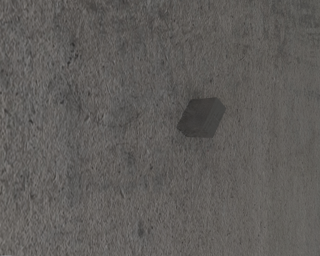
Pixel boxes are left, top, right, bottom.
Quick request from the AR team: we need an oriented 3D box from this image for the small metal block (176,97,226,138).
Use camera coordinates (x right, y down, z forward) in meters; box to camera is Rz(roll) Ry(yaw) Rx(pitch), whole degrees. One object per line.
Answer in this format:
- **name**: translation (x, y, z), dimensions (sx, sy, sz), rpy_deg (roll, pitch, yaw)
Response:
- **small metal block**: translation (0.058, -0.014, 0.436), dimensions (0.025, 0.050, 0.050), rpy_deg (42, 65, -32)
